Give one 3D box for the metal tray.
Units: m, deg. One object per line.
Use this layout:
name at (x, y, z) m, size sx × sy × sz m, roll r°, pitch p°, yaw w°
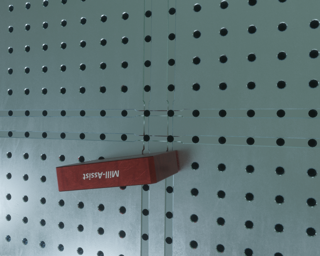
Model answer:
metal tray at (-0.052, 0.054, 0.396) m, size 0.130 × 0.090 × 0.030 m, roll -8°, pitch 87°, yaw 20°
